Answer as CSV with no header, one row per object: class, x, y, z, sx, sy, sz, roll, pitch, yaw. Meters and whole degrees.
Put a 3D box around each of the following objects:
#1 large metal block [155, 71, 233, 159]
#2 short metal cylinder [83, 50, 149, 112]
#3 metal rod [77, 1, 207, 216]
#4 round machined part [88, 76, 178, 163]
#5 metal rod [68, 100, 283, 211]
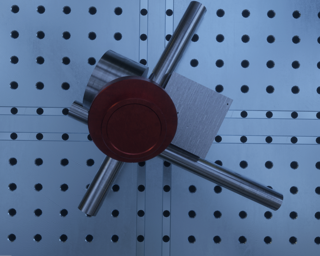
large metal block,0.035,-0.016,0.398,0.080,0.050,0.080,26,90,-1
short metal cylinder,-0.054,-0.049,0.384,0.050,0.080,0.080,25,90,-1
metal rod,-0.019,-0.030,0.394,0.025,0.025,0.299,28,82,-1
round machined part,-0.029,-0.005,0.339,0.099,0.042,0.097,-3,110,-7
metal rod,0.021,0.037,0.413,0.301,0.025,0.025,25,90,-1
